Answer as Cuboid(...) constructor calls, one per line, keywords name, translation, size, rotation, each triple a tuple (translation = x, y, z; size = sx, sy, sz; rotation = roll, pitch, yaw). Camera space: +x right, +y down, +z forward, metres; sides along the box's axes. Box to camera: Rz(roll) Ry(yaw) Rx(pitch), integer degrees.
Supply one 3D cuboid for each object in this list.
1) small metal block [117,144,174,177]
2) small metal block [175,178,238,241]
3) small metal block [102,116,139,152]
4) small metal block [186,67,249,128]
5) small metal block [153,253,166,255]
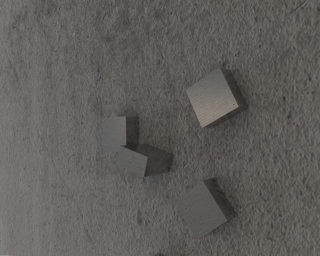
Cuboid(name="small metal block", translation=(-0.019, 0.041, 0.405), size=(0.050, 0.050, 0.025), rotation=(18, 102, 38))
Cuboid(name="small metal block", translation=(0.053, 0.094, 0.361), size=(0.050, 0.025, 0.050), rotation=(-45, 63, 30))
Cuboid(name="small metal block", translation=(-0.058, 0.009, 0.453), size=(0.050, 0.025, 0.050), rotation=(-2, 89, 40))
Cuboid(name="small metal block", translation=(0.064, -0.033, 0.352), size=(0.050, 0.025, 0.050), rotation=(-33, 70, 35))
Cuboid(name="small metal block", translation=(0.001, 0.185, 0.388), size=(0.050, 0.050, 0.025), rotation=(4, 93, 40))
